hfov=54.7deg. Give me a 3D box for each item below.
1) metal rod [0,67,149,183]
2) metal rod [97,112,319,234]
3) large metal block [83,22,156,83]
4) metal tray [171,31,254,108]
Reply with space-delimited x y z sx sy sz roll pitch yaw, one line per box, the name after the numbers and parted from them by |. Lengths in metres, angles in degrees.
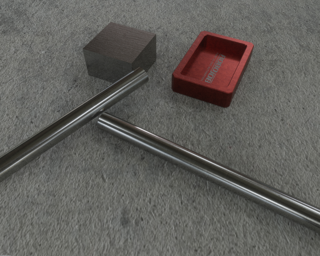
-0.134 0.009 0.380 0.302 0.025 0.025 -38 60 -23 | metal rod
0.055 0.048 0.363 0.301 0.025 0.025 24 54 18 | metal rod
-0.059 -0.114 0.482 0.080 0.050 0.080 19 52 15 | large metal block
0.084 -0.096 0.481 0.090 0.030 0.130 20 53 15 | metal tray
